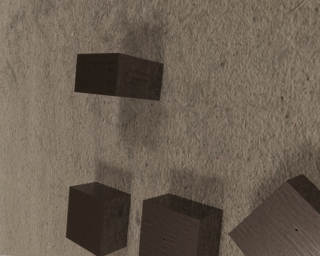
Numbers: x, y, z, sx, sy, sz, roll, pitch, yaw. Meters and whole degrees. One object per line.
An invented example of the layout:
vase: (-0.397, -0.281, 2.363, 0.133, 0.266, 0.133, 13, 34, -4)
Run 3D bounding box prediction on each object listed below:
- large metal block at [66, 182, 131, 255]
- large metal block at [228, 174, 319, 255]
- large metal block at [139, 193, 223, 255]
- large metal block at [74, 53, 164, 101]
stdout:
large metal block: (-0.093, 0.132, 0.463, 0.080, 0.050, 0.079, 9, 96, 39)
large metal block: (0.126, 0.101, 0.284, 0.080, 0.050, 0.080, 51, 119, 27)
large metal block: (0.023, 0.130, 0.368, 0.080, 0.050, 0.079, 8, 95, 39)
large metal block: (-0.054, -0.067, 0.412, 0.080, 0.081, 0.050, 10, 97, 39)
